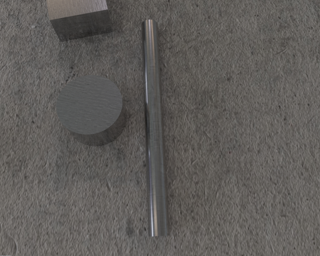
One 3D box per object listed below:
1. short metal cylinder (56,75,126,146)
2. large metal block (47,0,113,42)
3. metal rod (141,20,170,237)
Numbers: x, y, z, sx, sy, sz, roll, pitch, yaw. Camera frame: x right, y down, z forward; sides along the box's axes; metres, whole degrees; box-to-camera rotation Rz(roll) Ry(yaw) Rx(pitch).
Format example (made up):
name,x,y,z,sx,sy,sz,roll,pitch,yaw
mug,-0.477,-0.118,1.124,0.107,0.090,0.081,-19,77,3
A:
name,x,y,z,sx,sy,sz,roll,pitch,yaw
short metal cylinder,-0.086,-0.021,0.402,0.081,0.050,0.080,0,70,0
large metal block,-0.120,-0.183,0.461,0.081,0.050,0.080,-13,71,-5
metal rod,-0.008,-0.014,0.413,0.025,0.025,0.299,-3,70,-1
